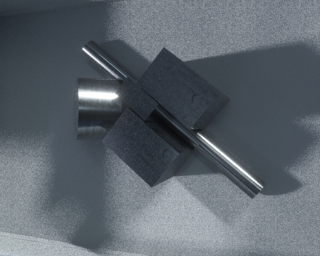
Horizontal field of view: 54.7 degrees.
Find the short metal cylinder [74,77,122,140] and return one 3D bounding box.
[{"bbox_3d":[-0.083,-0.024,0.402,0.050,0.080,0.079,1,90,-20],"label":"short metal cylinder"}]

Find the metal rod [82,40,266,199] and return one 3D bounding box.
[{"bbox_3d":[0.008,-0.020,0.406,0.300,0.025,0.025,41,103,15],"label":"metal rod"}]

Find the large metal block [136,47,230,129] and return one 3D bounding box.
[{"bbox_3d":[0.031,-0.043,0.369,0.080,0.080,0.050,42,103,15],"label":"large metal block"}]

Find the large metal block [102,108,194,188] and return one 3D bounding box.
[{"bbox_3d":[-0.010,0.021,0.383,0.080,0.080,0.050,41,103,15],"label":"large metal block"}]

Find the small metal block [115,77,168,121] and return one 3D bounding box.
[{"bbox_3d":[-0.019,-0.034,0.377,0.050,0.050,0.025,42,103,14],"label":"small metal block"}]
